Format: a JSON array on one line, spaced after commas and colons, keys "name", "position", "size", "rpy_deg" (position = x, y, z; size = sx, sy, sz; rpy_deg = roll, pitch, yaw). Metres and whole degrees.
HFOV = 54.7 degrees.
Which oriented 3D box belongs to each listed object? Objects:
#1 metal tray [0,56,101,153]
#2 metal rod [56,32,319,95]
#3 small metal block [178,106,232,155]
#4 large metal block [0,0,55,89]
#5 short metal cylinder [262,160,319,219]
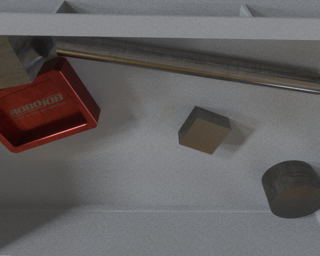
[{"name": "metal tray", "position": [-0.153, -0.024, 0.382], "size": [0.130, 0.030, 0.090], "rpy_deg": [-17, 128, 13]}, {"name": "metal rod", "position": [0.041, -0.071, 0.349], "size": [0.302, 0.025, 0.025], "rpy_deg": [7, 130, -7]}, {"name": "small metal block", "position": [0.059, 0.004, 0.414], "size": [0.050, 0.025, 0.050], "rpy_deg": [19, 128, -16]}, {"name": "large metal block", "position": [-0.162, -0.079, 0.303], "size": [0.080, 0.080, 0.050], "rpy_deg": [-9, 130, 7]}, {"name": "short metal cylinder", "position": [0.204, 0.095, 0.477], "size": [0.081, 0.050, 0.079], "rpy_deg": [0, 130, 0]}]
